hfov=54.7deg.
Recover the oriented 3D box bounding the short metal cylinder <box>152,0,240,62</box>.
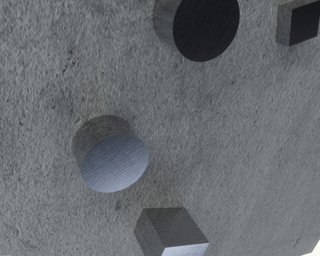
[{"bbox_3d":[0.039,-0.119,0.339,0.081,0.050,0.079,-14,124,-21],"label":"short metal cylinder"}]

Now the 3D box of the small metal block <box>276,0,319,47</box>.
[{"bbox_3d":[0.187,-0.145,0.420,0.050,0.025,0.050,-22,127,-15],"label":"small metal block"}]

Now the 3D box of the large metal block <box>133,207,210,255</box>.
[{"bbox_3d":[0.016,0.172,0.486,0.081,0.080,0.050,8,115,-32],"label":"large metal block"}]

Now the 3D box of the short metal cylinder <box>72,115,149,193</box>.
[{"bbox_3d":[-0.061,0.031,0.377,0.081,0.050,0.079,-14,124,-21],"label":"short metal cylinder"}]
